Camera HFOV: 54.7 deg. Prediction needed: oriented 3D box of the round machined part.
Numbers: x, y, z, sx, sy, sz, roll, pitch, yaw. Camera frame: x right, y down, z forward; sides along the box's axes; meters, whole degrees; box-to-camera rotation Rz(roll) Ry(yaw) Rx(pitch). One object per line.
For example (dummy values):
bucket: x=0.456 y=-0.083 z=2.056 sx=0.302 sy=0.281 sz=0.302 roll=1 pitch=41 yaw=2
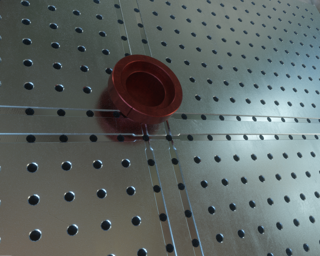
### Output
round machined part: x=-0.023 y=-0.047 z=0.415 sx=0.099 sy=0.042 sz=0.098 roll=14 pitch=56 yaw=-21
